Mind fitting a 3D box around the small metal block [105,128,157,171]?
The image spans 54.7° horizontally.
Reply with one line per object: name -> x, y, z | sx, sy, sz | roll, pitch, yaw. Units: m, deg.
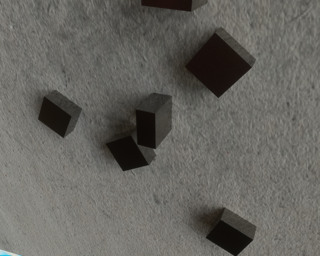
small metal block -> -0.042, 0.031, 0.446 | 0.050, 0.025, 0.050 | -18, 109, 35

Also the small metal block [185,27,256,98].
small metal block -> 0.064, -0.069, 0.330 | 0.050, 0.025, 0.050 | 43, 129, -2

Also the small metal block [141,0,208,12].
small metal block -> 0.016, -0.133, 0.299 | 0.050, 0.050, 0.025 | 15, 124, 19

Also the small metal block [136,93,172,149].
small metal block -> -0.006, -0.010, 0.387 | 0.025, 0.050, 0.050 | 13, 124, 21

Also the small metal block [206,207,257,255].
small metal block -> 0.102, 0.150, 0.445 | 0.050, 0.025, 0.050 | 31, 128, 8

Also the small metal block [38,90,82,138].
small metal block -> -0.153, -0.021, 0.472 | 0.050, 0.025, 0.050 | 36, 129, 4
